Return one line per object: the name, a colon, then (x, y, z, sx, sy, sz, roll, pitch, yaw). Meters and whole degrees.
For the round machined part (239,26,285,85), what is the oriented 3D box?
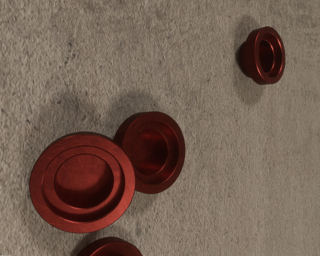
round machined part: (0.176, -0.124, 0.544, 0.099, 0.042, 0.097, 0, 90, -40)

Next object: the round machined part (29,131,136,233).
round machined part: (-0.076, 0.052, 0.314, 0.099, 0.042, 0.097, -2, 98, -14)

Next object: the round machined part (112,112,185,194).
round machined part: (-0.018, 0.029, 0.380, 0.099, 0.042, 0.097, 0, 90, -40)

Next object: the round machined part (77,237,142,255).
round machined part: (-0.054, 0.179, 0.350, 0.099, 0.042, 0.097, 0, 90, -40)
